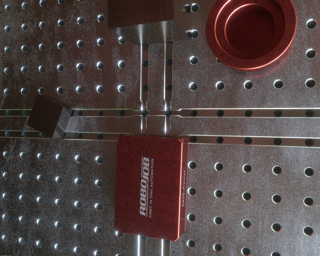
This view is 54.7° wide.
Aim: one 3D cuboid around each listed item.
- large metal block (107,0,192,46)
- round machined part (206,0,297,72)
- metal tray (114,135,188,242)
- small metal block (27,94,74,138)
[{"bbox_3d":[-0.010,-0.142,0.386,0.080,0.080,0.050,-1,90,19],"label":"large metal block"},{"bbox_3d":[0.107,-0.114,0.366,0.098,0.042,0.097,0,90,19],"label":"round machined part"},{"bbox_3d":[-0.012,0.076,0.413,0.090,0.030,0.129,2,91,19],"label":"metal tray"},{"bbox_3d":[-0.166,-0.018,0.470,0.050,0.025,0.050,25,98,18],"label":"small metal block"}]
